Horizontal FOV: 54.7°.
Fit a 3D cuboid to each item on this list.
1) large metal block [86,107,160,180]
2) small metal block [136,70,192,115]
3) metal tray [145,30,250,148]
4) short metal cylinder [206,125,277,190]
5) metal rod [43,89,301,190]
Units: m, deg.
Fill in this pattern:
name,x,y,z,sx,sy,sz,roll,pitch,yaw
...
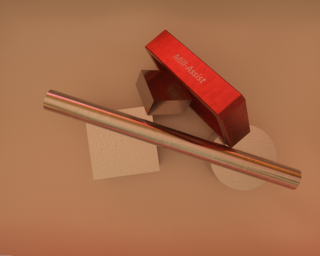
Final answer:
name,x,y,z,sx,sy,sz,roll,pitch,yaw
large metal block,-0.045,0.018,0.397,0.081,0.050,0.080,-8,90,-1
small metal block,0.004,-0.044,0.376,0.050,0.025,0.050,-4,54,-27
metal tray,0.043,-0.044,0.353,0.030,0.090,0.130,-41,61,-1
short metal cylinder,0.101,0.035,0.399,0.081,0.050,0.079,0,90,-1
metal rod,0.015,0.014,0.359,0.302,0.025,0.025,18,90,-1
